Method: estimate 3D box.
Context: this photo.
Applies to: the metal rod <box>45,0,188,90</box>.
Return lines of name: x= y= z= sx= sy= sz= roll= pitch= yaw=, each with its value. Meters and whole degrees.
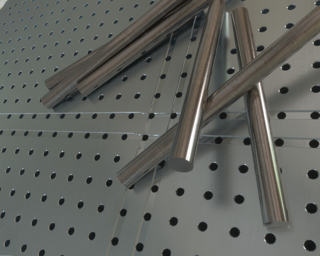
metal rod: x=-0.070 y=-0.145 z=0.534 sx=0.300 sy=0.025 sz=0.025 roll=-28 pitch=52 yaw=10

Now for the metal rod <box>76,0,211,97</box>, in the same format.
metal rod: x=-0.008 y=-0.147 z=0.499 sx=0.300 sy=0.025 sz=0.025 roll=-35 pitch=51 yaw=7

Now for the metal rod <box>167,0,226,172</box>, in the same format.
metal rod: x=0.054 y=-0.078 z=0.387 sx=0.025 sy=0.025 sz=0.300 roll=-5 pitch=47 yaw=26

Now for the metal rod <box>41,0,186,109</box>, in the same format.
metal rod: x=-0.079 y=-0.129 z=0.512 sx=0.300 sy=0.025 sz=0.025 roll=-36 pitch=51 yaw=11

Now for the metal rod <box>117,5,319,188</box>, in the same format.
metal rod: x=0.067 y=-0.029 z=0.365 sx=0.300 sy=0.025 sz=0.025 roll=-40 pitch=51 yaw=11

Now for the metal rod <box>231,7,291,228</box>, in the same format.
metal rod: x=0.113 y=-0.037 z=0.371 sx=0.025 sy=0.025 sz=0.300 roll=-13 pitch=56 yaw=21
